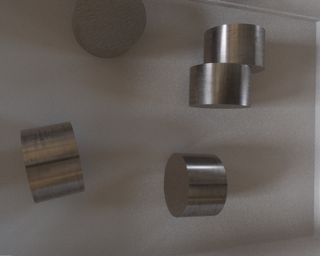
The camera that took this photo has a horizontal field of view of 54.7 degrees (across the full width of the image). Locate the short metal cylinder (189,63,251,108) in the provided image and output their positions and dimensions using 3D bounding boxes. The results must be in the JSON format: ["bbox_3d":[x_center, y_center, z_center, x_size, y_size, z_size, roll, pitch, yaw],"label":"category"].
[{"bbox_3d":[0.079,-0.053,0.410,0.081,0.080,0.050,2,90,-20],"label":"short metal cylinder"}]

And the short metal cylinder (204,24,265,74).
[{"bbox_3d":[0.100,-0.103,0.418,0.081,0.080,0.050,1,90,-20],"label":"short metal cylinder"}]

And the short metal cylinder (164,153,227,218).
[{"bbox_3d":[0.043,0.072,0.397,0.050,0.080,0.080,4,89,-20],"label":"short metal cylinder"}]

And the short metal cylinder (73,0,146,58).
[{"bbox_3d":[-0.062,-0.129,0.374,0.081,0.050,0.080,0,90,-20],"label":"short metal cylinder"}]

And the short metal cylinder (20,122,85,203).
[{"bbox_3d":[-0.117,0.037,0.338,0.050,0.080,0.080,-11,94,-20],"label":"short metal cylinder"}]
